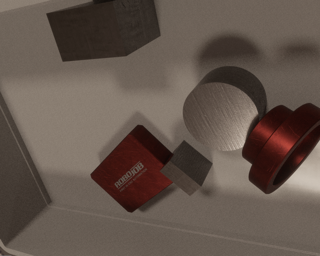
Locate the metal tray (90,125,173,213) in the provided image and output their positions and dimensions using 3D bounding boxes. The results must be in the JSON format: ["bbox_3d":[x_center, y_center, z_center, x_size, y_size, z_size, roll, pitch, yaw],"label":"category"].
[{"bbox_3d":[-0.038,0.065,0.464,0.090,0.030,0.129,44,129,-3],"label":"metal tray"}]

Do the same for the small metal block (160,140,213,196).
[{"bbox_3d":[0.035,0.051,0.405,0.050,0.050,0.025,40,129,1],"label":"small metal block"}]

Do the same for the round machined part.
[{"bbox_3d":[0.121,0.016,0.313,0.042,0.099,0.097,41,133,31],"label":"round machined part"}]

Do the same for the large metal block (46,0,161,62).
[{"bbox_3d":[-0.056,-0.110,0.333,0.080,0.080,0.050,2,119,27],"label":"large metal block"}]

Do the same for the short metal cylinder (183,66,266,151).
[{"bbox_3d":[0.072,-0.022,0.341,0.080,0.050,0.079,13,124,20],"label":"short metal cylinder"}]
